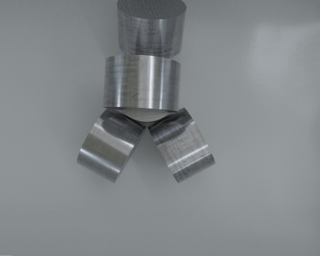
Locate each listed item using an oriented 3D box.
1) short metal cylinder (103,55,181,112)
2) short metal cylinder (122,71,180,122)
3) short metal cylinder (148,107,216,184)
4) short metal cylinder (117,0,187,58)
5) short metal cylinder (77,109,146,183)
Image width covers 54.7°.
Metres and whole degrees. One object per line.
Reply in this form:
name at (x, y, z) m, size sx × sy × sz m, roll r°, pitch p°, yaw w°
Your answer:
short metal cylinder at (-0.019, -0.044, 0.332) m, size 0.080 × 0.080 × 0.050 m, roll 3°, pitch 90°, yaw 0°
short metal cylinder at (-0.016, -0.047, 0.396) m, size 0.081 × 0.050 × 0.080 m, roll 0°, pitch 90°, yaw 0°
short metal cylinder at (0.026, 0.021, 0.382) m, size 0.050 × 0.080 × 0.080 m, roll -29°, pitch 90°, yaw 1°
short metal cylinder at (-0.011, -0.125, 0.376) m, size 0.080 × 0.080 × 0.050 m, roll 4°, pitch 133°, yaw 0°
short metal cylinder at (-0.058, 0.021, 0.381) m, size 0.050 × 0.080 × 0.080 m, roll 29°, pitch 90°, yaw 0°
